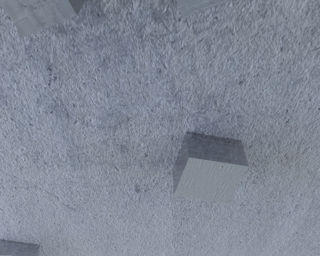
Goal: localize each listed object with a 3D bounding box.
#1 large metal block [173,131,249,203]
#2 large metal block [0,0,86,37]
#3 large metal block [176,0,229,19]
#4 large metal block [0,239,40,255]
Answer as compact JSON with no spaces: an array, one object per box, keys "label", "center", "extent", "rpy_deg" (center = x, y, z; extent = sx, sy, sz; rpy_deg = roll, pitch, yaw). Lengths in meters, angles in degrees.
[{"label":"large metal block","center":[0.067,0.057,0.440],"extent":[0.081,0.050,0.079],"rpy_deg":[9,130,-8]},{"label":"large metal block","center":[-0.103,-0.135,0.255],"extent":[0.050,0.080,0.080],"rpy_deg":[-17,128,13]},{"label":"large metal block","center":[0.042,-0.153,0.261],"extent":[0.080,0.050,0.080],"rpy_deg":[-17,128,14]},{"label":"large metal block","center":[-0.291,0.271,0.618],"extent":[0.081,0.050,0.079],"rpy_deg":[13,129,-11]}]
